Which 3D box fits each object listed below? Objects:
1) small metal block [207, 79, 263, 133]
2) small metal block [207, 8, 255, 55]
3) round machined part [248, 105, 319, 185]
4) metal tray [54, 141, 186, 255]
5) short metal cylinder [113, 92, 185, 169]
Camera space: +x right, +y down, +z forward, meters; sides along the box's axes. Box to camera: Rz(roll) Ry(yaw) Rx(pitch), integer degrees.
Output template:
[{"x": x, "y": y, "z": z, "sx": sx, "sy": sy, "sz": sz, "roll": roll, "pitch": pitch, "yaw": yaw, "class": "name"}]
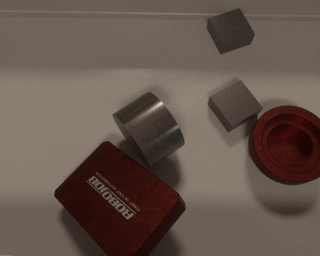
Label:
[{"x": 0.102, "y": -0.030, "z": 0.422, "sx": 0.050, "sy": 0.025, "sz": 0.050, "roll": -29, "pitch": 73, "yaw": -11, "class": "small metal block"}, {"x": 0.105, "y": -0.145, "z": 0.463, "sx": 0.050, "sy": 0.025, "sz": 0.050, "roll": -20, "pitch": 72, "yaw": -7, "class": "small metal block"}, {"x": 0.161, "y": 0.024, "z": 0.394, "sx": 0.099, "sy": 0.042, "sz": 0.098, "roll": 0, "pitch": 70, "yaw": -1, "class": "round machined part"}, {"x": -0.048, "y": 0.081, "z": 0.350, "sx": 0.130, "sy": 0.030, "sz": 0.090, "roll": 31, "pitch": 70, "yaw": 35, "class": "metal tray"}, {"x": -0.014, "y": 0.003, "z": 0.379, "sx": 0.050, "sy": 0.080, "sz": 0.080, "roll": -34, "pitch": 74, "yaw": -12, "class": "short metal cylinder"}]
